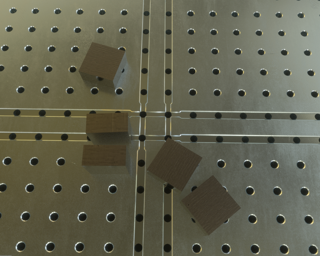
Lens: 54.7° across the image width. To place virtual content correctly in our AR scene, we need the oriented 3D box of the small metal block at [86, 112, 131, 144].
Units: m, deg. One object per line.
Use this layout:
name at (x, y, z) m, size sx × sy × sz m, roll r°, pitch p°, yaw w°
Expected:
small metal block at (-0.064, 0.002, 0.397) m, size 0.050 × 0.050 × 0.025 m, roll -2°, pitch 70°, yaw -1°

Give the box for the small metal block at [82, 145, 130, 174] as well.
small metal block at (-0.065, 0.040, 0.383) m, size 0.050 × 0.050 × 0.025 m, roll 0°, pitch 70°, yaw 0°

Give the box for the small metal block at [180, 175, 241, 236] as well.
small metal block at (0.060, 0.094, 0.378) m, size 0.050 × 0.025 × 0.050 m, roll -36°, pitch 74°, yaw -13°

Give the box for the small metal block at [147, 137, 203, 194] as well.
small metal block at (0.018, 0.048, 0.394) m, size 0.050 × 0.025 × 0.050 m, roll 31°, pitch 73°, yaw 10°

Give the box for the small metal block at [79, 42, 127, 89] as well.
small metal block at (-0.081, -0.089, 0.443) m, size 0.050 × 0.025 × 0.050 m, roll 17°, pitch 71°, yaw 5°
